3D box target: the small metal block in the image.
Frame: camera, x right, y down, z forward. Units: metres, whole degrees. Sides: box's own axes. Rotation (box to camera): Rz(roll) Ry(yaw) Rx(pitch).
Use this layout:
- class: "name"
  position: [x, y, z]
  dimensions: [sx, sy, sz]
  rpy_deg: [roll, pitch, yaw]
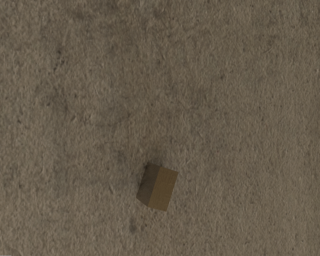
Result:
- class: "small metal block"
  position: [-0.005, 0.073, 0.395]
  dimensions: [0.025, 0.050, 0.050]
  rpy_deg: [20, 83, -19]
